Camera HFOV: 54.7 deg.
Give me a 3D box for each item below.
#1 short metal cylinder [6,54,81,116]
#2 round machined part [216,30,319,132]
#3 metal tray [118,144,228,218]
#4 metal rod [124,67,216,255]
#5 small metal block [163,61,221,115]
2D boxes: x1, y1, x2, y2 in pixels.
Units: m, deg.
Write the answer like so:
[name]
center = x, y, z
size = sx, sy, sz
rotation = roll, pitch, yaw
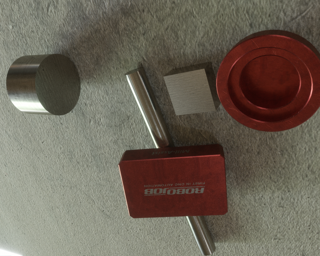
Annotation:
[short metal cylinder]
center = -0.153, -0.058, 0.414
size = 0.050, 0.080, 0.079
rotation = 4, 120, 26
[round machined part]
center = 0.110, -0.048, 0.308
size = 0.098, 0.042, 0.097
rotation = 13, 124, 20
[metal tray]
center = 0.019, 0.071, 0.405
size = 0.131, 0.030, 0.089
rotation = -5, 113, 8
[metal rod]
center = 0.021, 0.060, 0.431
size = 0.025, 0.025, 0.299
rotation = -9, 114, 32
[small metal block]
center = 0.038, -0.045, 0.358
size = 0.050, 0.025, 0.050
rotation = -6, 116, 30
